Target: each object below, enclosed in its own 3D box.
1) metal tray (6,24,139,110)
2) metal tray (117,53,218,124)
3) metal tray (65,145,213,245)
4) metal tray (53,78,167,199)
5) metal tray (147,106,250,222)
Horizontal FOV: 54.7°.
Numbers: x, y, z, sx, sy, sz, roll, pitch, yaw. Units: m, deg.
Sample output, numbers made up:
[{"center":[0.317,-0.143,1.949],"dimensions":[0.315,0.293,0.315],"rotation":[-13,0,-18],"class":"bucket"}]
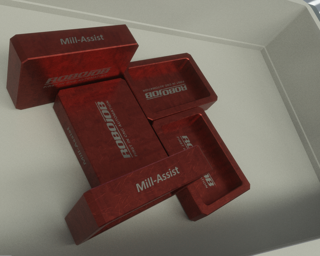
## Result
[{"center":[-0.098,-0.069,0.350],"dimensions":[0.131,0.090,0.030],"rotation":[-20,73,-36],"class":"metal tray"},{"center":[0.010,-0.056,0.441],"dimensions":[0.131,0.030,0.090],"rotation":[-19,72,-35],"class":"metal tray"},{"center":[-0.020,0.066,0.310],"dimensions":[0.131,0.090,0.030],"rotation":[-19,72,-35],"class":"metal tray"},{"center":[-0.057,0.008,0.365],"dimensions":[0.091,0.030,0.130],"rotation":[-19,72,-36],"class":"metal tray"},{"center":[0.048,0.041,0.402],"dimensions":[0.091,0.030,0.130],"rotation":[-19,72,-36],"class":"metal tray"}]
